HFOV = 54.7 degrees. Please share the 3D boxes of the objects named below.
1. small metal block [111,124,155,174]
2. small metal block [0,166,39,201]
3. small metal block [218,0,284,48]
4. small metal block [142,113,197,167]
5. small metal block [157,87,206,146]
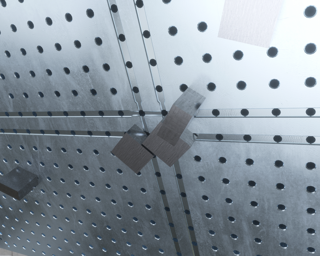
[{"bbox_3d":[-0.035,0.031,0.447,0.050,0.025,0.050,41,129,-1],"label":"small metal block"},{"bbox_3d":[-0.276,0.107,0.603,0.050,0.050,0.025,21,126,15],"label":"small metal block"},{"bbox_3d":[0.088,-0.109,0.297,0.050,0.025,0.050,18,126,17],"label":"small metal block"},{"bbox_3d":[0.012,0.017,0.414,0.050,0.025,0.050,40,129,0],"label":"small metal block"},{"bbox_3d":[0.026,-0.014,0.372,0.025,0.050,0.050,33,129,6],"label":"small metal block"}]
